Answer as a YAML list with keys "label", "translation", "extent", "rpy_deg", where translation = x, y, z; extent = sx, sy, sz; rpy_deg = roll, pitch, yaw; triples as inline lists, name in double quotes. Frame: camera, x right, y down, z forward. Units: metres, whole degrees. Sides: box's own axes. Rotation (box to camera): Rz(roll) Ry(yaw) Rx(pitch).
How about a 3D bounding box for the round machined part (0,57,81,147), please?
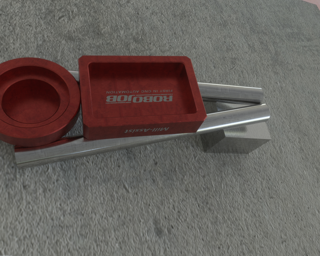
- label: "round machined part"
  translation: [-0.136, -0.024, 0.329]
  extent: [0.099, 0.042, 0.098]
  rpy_deg: [7, 60, -13]

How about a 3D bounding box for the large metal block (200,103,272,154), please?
- label: "large metal block"
  translation: [0.103, -0.010, 0.451]
  extent: [0.081, 0.050, 0.080]
  rpy_deg: [4, 60, -27]

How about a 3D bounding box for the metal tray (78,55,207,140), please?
- label: "metal tray"
  translation: [-0.022, -0.037, 0.348]
  extent: [0.131, 0.030, 0.090]
  rpy_deg: [-3, 63, -16]

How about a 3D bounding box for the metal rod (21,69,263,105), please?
- label: "metal rod"
  translation: [-0.013, -0.051, 0.389]
  extent: [0.302, 0.025, 0.025]
  rpy_deg: [3, 60, -12]

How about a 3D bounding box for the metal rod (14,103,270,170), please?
- label: "metal rod"
  translation: [-0.003, 0.005, 0.361]
  extent: [0.303, 0.025, 0.025]
  rpy_deg: [-10, 67, -19]
